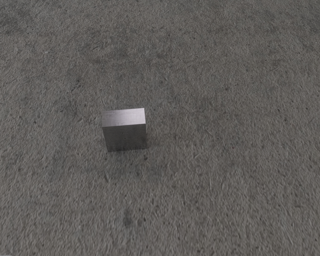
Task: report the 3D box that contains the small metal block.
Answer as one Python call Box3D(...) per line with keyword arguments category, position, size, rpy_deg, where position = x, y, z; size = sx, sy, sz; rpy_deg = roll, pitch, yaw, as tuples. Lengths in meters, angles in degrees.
Box3D(category="small metal block", position=(-0.043, 0.003, 0.384), size=(0.050, 0.050, 0.025), rpy_deg=(-5, 50, -4))
